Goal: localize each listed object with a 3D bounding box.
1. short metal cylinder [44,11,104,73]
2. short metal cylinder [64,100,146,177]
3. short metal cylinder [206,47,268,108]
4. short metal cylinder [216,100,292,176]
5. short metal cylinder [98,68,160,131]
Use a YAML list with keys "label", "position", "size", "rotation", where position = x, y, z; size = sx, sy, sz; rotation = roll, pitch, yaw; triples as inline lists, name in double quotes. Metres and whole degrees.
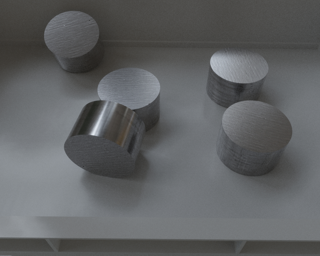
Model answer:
- label: "short metal cylinder"
  position: [-0.130, -0.132, 0.480]
  size: [0.081, 0.050, 0.080]
  rotation: [0, 73, -1]
- label: "short metal cylinder"
  position: [-0.062, 0.014, 0.357]
  size: [0.080, 0.080, 0.050]
  rotation: [9, 51, 7]
- label: "short metal cylinder"
  position: [0.111, -0.073, 0.452]
  size: [0.081, 0.050, 0.080]
  rotation: [0, 50, 0]
- label: "short metal cylinder"
  position: [0.113, 0.012, 0.380]
  size: [0.081, 0.050, 0.080]
  rotation: [0, 50, 0]
- label: "short metal cylinder"
  position: [-0.040, -0.037, 0.419]
  size: [0.081, 0.050, 0.080]
  rotation: [0, 50, 0]
